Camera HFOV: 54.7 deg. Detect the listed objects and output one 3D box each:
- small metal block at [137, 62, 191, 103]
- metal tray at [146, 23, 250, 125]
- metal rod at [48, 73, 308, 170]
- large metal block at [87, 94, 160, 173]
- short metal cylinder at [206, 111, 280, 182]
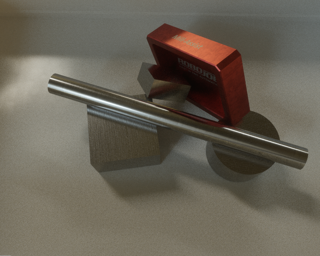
[{"bbox_3d":[0.004,-0.058,0.394,0.050,0.025,0.050,6,32,-26],"label":"small metal block"},{"bbox_3d":[0.044,-0.066,0.372,0.030,0.090,0.130,-39,45,-14],"label":"metal tray"},{"bbox_3d":[0.015,-0.010,0.358,0.301,0.025,0.025,17,71,5],"label":"metal rod"},{"bbox_3d":[-0.045,0.007,0.392,0.081,0.050,0.080,-7,70,-3],"label":"large metal block"},{"bbox_3d":[0.101,0.024,0.387,0.081,0.050,0.080,0,70,0],"label":"short metal cylinder"}]
